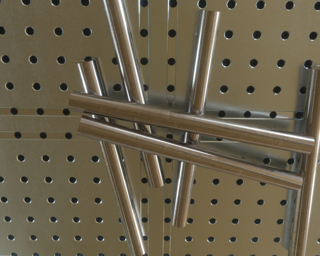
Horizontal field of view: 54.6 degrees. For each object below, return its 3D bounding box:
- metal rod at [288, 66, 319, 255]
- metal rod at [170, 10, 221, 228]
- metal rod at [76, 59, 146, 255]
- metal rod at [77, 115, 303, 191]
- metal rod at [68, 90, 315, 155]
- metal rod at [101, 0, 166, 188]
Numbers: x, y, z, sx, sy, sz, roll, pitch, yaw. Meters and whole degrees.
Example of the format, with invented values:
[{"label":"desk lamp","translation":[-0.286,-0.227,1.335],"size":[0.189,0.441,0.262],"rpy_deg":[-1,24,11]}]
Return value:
[{"label":"metal rod","translation":[0.207,0.065,0.438],"size":[0.025,0.025,0.298],"rpy_deg":[-3,110,1]},{"label":"metal rod","translation":[0.043,0.002,0.414],"size":[0.025,0.025,0.298],"rpy_deg":[6,110,-2]},{"label":"metal rod","translation":[-0.062,0.055,0.433],"size":[0.025,0.025,0.298],"rpy_deg":[-10,110,4]},{"label":"metal rod","translation":[0.047,0.036,0.399],"size":[0.302,0.025,0.025],"rpy_deg":[15,110,-12]},{"label":"metal rod","translation":[0.042,-0.006,0.383],"size":[0.302,0.025,0.025],"rpy_deg":[10,110,-4]},{"label":"metal rod","translation":[-0.035,-0.058,0.391],"size":[0.025,0.025,0.298],"rpy_deg":[-11,110,4]}]
